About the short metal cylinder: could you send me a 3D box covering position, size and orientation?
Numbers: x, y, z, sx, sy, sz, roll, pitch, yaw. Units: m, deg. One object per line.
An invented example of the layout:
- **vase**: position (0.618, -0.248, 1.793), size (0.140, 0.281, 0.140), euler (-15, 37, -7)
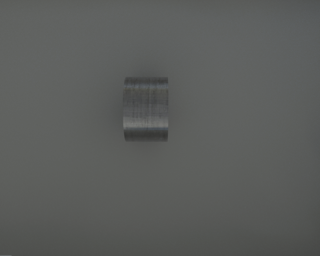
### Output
- **short metal cylinder**: position (-0.016, -0.023, 0.381), size (0.050, 0.080, 0.079), euler (0, 90, 0)
